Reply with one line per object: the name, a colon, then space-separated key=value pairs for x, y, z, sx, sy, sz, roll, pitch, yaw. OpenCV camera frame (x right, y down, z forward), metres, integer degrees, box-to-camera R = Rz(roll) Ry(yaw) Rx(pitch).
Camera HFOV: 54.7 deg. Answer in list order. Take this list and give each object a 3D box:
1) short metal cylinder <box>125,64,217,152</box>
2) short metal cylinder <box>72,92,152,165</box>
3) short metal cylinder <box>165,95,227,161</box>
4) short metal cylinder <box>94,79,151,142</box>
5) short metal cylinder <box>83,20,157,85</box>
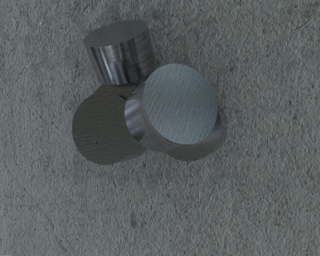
short metal cylinder: x=0.010 y=-0.019 z=0.316 sx=0.050 sy=0.081 sz=0.080 roll=-26 pitch=79 yaw=61
short metal cylinder: x=-0.053 y=0.000 z=0.361 sx=0.080 sy=0.050 sz=0.079 roll=0 pitch=90 yaw=19
short metal cylinder: x=0.039 y=-0.001 z=0.382 sx=0.080 sy=0.050 sz=0.079 roll=0 pitch=90 yaw=19
short metal cylinder: x=-0.046 y=-0.022 z=0.412 sx=0.080 sy=0.050 sz=0.079 roll=0 pitch=90 yaw=19
short metal cylinder: x=-0.049 y=-0.097 z=0.390 sx=0.080 sy=0.080 sz=0.050 roll=0 pitch=129 yaw=19
